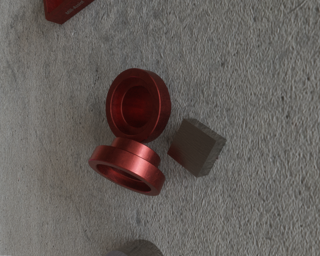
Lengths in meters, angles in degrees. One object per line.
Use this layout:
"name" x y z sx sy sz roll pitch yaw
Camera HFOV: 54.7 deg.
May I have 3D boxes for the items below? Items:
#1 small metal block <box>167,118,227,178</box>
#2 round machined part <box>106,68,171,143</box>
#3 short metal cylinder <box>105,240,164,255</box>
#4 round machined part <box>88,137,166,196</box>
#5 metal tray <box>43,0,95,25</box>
"small metal block" 0.043 0.023 0.368 0.050 0.025 0.050 37 113 33
"round machined part" -0.024 -0.028 0.412 0.098 0.042 0.097 0 90 39
"short metal cylinder" -0.034 0.198 0.415 0.080 0.050 0.079 0 90 39
"round machined part" -0.038 0.047 0.398 0.098 0.098 0.042 3 58 39
"metal tray" -0.150 -0.244 0.522 0.130 0.030 0.090 -16 80 38
